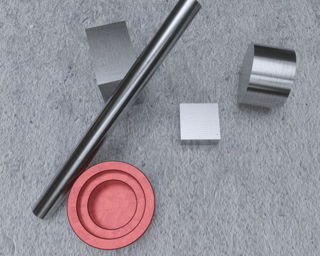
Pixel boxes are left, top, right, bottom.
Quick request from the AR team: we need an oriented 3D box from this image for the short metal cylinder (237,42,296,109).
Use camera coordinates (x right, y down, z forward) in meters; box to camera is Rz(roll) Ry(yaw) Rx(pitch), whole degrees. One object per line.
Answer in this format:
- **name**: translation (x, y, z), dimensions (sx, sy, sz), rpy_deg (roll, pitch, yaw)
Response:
- **short metal cylinder**: translation (0.137, -0.068, 0.405), dimensions (0.050, 0.080, 0.080), rpy_deg (10, 70, 3)

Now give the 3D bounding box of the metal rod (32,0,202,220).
- **metal rod**: translation (-0.053, -0.018, 0.352), dimensions (0.025, 0.025, 0.299), rpy_deg (38, 98, 12)

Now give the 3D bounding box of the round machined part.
- **round machined part**: translation (-0.054, 0.091, 0.365), dimensions (0.099, 0.042, 0.098), rpy_deg (0, 70, -1)

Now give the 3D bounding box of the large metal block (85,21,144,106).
- **large metal block**: translation (-0.057, -0.078, 0.407), dimensions (0.050, 0.080, 0.080), rpy_deg (-14, 71, -5)

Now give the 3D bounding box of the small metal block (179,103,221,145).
- **small metal block**: translation (0.051, -0.005, 0.411), dimensions (0.050, 0.025, 0.050), rpy_deg (0, 70, -1)
